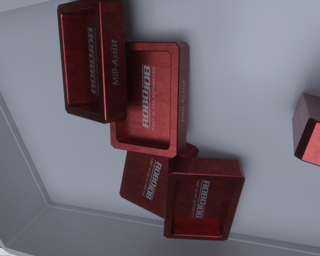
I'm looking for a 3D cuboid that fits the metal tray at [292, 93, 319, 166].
[{"bbox_3d":[0.162,0.006,0.257,0.090,0.131,0.030,19,110,17],"label":"metal tray"}]

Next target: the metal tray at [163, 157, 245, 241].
[{"bbox_3d":[0.053,0.097,0.410,0.091,0.030,0.129,3,126,0],"label":"metal tray"}]

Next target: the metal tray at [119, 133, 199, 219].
[{"bbox_3d":[-0.006,0.067,0.448,0.090,0.030,0.129,24,127,13],"label":"metal tray"}]

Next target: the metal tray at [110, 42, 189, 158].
[{"bbox_3d":[-0.015,-0.035,0.368,0.090,0.030,0.129,7,106,24],"label":"metal tray"}]

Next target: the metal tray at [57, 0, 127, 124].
[{"bbox_3d":[-0.079,-0.076,0.357,0.090,0.030,0.129,14,110,44],"label":"metal tray"}]
